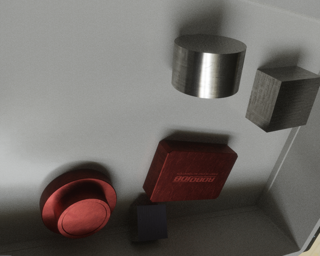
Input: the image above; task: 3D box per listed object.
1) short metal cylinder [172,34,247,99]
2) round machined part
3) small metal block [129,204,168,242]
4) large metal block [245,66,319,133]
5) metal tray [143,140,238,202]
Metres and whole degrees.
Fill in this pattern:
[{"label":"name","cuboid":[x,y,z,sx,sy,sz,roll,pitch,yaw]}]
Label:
[{"label":"short metal cylinder","cuboid":[0.055,-0.074,0.359,0.081,0.080,0.050,-11,123,-23]},{"label":"round machined part","cuboid":[-0.104,0.106,0.408,0.099,0.042,0.097,-14,125,-21]},{"label":"small metal block","cuboid":[-0.018,0.144,0.472,0.050,0.025,0.050,6,72,-32]},{"label":"large metal block","cuboid":[0.185,-0.045,0.468,0.081,0.050,0.079,-9,123,-24]},{"label":"metal tray","cuboid":[0.048,0.067,0.475,0.131,0.030,0.089,6,116,-31]}]
